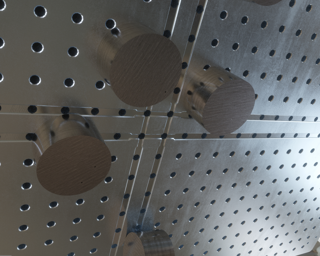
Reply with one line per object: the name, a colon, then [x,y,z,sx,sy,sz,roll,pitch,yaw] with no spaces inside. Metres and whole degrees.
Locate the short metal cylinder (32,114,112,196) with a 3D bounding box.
short metal cylinder: [-0.102,0.031,0.358,0.081,0.050,0.079,-14,124,-21]

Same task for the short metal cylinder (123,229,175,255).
short metal cylinder: [-0.019,0.205,0.492,0.050,0.080,0.079,5,116,-31]

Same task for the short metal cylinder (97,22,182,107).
short metal cylinder: [-0.023,-0.069,0.339,0.081,0.050,0.079,-14,124,-21]

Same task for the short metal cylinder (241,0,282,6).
short metal cylinder: [0.110,-0.182,0.343,0.081,0.050,0.079,-14,124,-21]

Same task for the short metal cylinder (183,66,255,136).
short metal cylinder: [0.079,-0.036,0.415,0.081,0.050,0.079,-14,124,-21]
